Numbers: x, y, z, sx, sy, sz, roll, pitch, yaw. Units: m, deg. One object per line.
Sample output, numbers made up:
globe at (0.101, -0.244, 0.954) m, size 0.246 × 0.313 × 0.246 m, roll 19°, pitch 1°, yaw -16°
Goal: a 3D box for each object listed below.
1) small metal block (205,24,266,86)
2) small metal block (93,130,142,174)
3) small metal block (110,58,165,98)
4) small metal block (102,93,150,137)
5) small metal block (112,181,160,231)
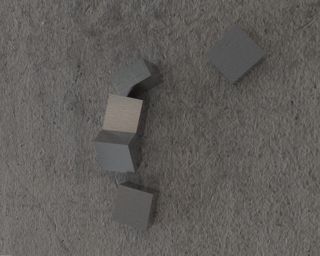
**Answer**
small metal block at (0.092, -0.087, 0.376) m, size 0.050 × 0.025 × 0.050 m, roll -43°, pitch 77°, yaw 15°
small metal block at (-0.056, 0.032, 0.416) m, size 0.050 × 0.025 × 0.050 m, roll 5°, pitch 127°, yaw 20°
small metal block at (-0.029, -0.064, 0.406) m, size 0.050 × 0.050 × 0.025 m, roll -28°, pitch 81°, yaw 18°
small metal block at (-0.046, -0.017, 0.425) m, size 0.050 × 0.025 × 0.050 m, roll 14°, pitch 95°, yaw 19°
small metal block at (-0.032, 0.105, 0.420) m, size 0.050 × 0.025 × 0.050 m, roll 12°, pitch 94°, yaw 19°
